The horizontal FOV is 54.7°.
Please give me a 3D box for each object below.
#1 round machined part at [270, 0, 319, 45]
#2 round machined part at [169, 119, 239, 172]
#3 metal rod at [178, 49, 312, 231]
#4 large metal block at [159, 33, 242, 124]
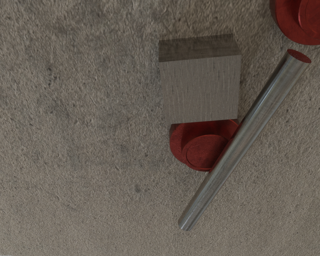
[{"bbox_3d":[0.160,-0.123,0.293,0.099,0.042,0.097,0,130,0],"label":"round machined part"},{"bbox_3d":[0.062,0.021,0.414,0.099,0.042,0.097,0,130,0],"label":"round machined part"},{"bbox_3d":[0.086,0.040,0.386,0.025,0.025,0.298,14,129,-12],"label":"metal rod"},{"bbox_3d":[0.043,-0.053,0.346,0.080,0.050,0.080,-5,130,4],"label":"large metal block"}]
